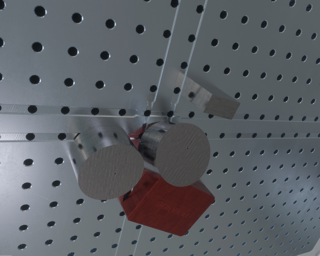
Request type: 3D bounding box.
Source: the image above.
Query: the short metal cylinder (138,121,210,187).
[{"bbox_3d":[0.018,0.032,0.406,0.081,0.050,0.079,-2,95,-29],"label":"short metal cylinder"}]

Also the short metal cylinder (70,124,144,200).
[{"bbox_3d":[-0.066,0.042,0.384,0.081,0.050,0.079,-14,124,-21],"label":"short metal cylinder"}]

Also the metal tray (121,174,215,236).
[{"bbox_3d":[0.016,0.117,0.489,0.130,0.030,0.090,32,101,-38],"label":"metal tray"}]

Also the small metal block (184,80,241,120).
[{"bbox_3d":[0.068,-0.037,0.409,0.050,0.050,0.025,12,112,-33],"label":"small metal block"}]
